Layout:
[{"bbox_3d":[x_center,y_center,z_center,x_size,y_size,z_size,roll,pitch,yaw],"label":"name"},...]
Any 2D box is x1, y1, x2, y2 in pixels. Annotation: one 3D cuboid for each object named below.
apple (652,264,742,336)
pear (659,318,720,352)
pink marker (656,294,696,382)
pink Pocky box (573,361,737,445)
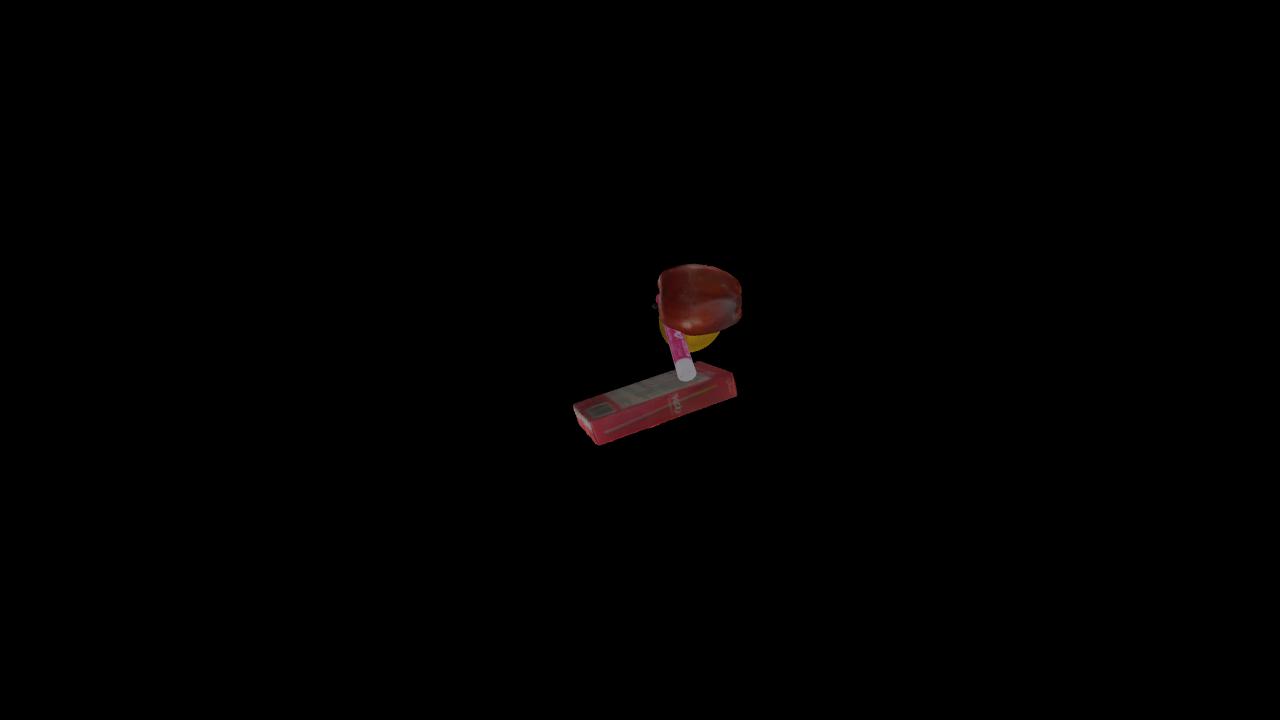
[{"bbox_3d":[0.059,-0.061,0.638,0.093,0.079,0.079,-2,0,9],"label":"apple"},{"bbox_3d":[0.061,-0.052,0.734,0.080,0.080,0.111,0,-12,6],"label":"pear"},{"bbox_3d":[0.036,-0.028,0.635,0.020,0.121,0.020,-7,-43,-7],"label":"pink marker"},{"bbox_3d":[0.014,0.042,0.637,0.155,0.029,0.084,-18,13,-15],"label":"pink Pocky box"}]
